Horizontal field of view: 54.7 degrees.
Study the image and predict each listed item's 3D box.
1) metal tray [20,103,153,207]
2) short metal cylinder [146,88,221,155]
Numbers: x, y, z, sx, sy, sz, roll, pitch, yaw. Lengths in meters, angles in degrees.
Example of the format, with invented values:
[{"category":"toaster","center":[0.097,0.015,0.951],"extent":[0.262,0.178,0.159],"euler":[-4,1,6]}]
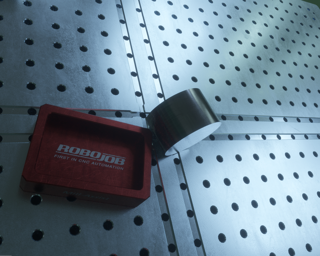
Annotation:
[{"category":"metal tray","center":[-0.075,0.032,0.344],"extent":[0.131,0.030,0.090],"euler":[14,56,-20]},{"category":"short metal cylinder","center":[0.030,-0.007,0.393],"extent":[0.081,0.080,0.050],"euler":[-19,72,-35]}]
